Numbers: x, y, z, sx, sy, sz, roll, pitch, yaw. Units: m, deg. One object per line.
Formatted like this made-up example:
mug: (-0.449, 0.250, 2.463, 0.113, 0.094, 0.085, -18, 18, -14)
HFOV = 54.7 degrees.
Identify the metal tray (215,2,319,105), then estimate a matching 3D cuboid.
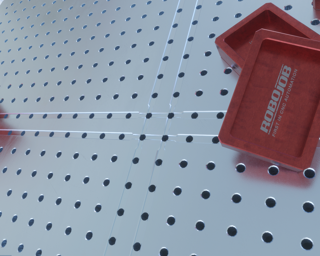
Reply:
metal tray: (0.141, -0.094, 0.388, 0.090, 0.030, 0.130, -35, 52, 5)

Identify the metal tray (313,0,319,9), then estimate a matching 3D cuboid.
metal tray: (0.265, -0.206, 0.393, 0.090, 0.030, 0.130, 22, 73, 35)

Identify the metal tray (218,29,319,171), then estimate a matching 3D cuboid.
metal tray: (0.124, -0.030, 0.323, 0.090, 0.030, 0.129, 19, 84, 16)
